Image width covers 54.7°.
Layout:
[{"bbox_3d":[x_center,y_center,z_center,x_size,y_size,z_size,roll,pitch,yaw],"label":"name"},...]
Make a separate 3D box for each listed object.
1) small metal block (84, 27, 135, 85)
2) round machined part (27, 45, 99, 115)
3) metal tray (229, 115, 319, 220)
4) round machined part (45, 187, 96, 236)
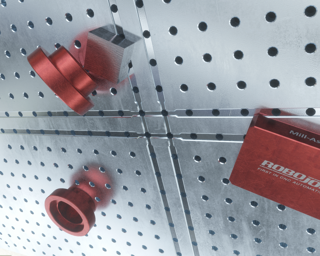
[{"bbox_3d":[-0.064,-0.090,0.388,0.050,0.025,0.050,27,128,11],"label":"small metal block"},{"bbox_3d":[-0.116,-0.066,0.396,0.042,0.098,0.098,-41,97,-2],"label":"round machined part"},{"bbox_3d":[0.156,0.048,0.355,0.130,0.030,0.089,21,126,15],"label":"metal tray"},{"bbox_3d":[-0.160,0.150,0.575,0.098,0.042,0.097,13,124,20],"label":"round machined part"}]
